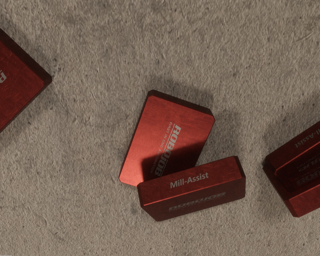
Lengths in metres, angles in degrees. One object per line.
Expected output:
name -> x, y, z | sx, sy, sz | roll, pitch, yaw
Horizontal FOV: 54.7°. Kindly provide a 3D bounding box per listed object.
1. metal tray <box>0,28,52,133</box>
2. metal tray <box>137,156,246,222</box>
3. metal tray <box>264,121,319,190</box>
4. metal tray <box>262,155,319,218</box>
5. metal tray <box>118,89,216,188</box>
metal tray -> -0.214, -0.048, 0.387 | 0.130, 0.030, 0.090 | -41, 106, 13
metal tray -> 0.045, 0.084, 0.411 | 0.131, 0.030, 0.090 | -17, 149, 5
metal tray -> 0.217, 0.037, 0.407 | 0.130, 0.030, 0.090 | -37, 121, 12
metal tray -> 0.209, 0.050, 0.396 | 0.130, 0.090, 0.030 | -30, 107, 10
metal tray -> 0.007, 0.024, 0.416 | 0.091, 0.030, 0.129 | 18, 109, -7
